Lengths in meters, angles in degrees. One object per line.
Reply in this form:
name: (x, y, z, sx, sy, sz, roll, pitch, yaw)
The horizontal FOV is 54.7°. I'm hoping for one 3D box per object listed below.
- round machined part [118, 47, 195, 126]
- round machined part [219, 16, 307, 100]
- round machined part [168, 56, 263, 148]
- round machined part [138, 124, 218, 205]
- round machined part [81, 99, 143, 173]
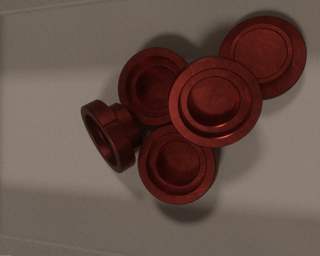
round machined part: (-0.001, -0.051, 0.401, 0.098, 0.042, 0.097, 0, 90, 19)
round machined part: (0.117, -0.082, 0.360, 0.098, 0.042, 0.097, 0, 90, 19)
round machined part: (0.058, -0.031, 0.343, 0.099, 0.042, 0.097, 0, 109, 2)
round machined part: (0.025, 0.044, 0.392, 0.098, 0.042, 0.097, 0, 90, 19)
round machined part: (-0.059, 0.006, 0.402, 0.042, 0.098, 0.098, -31, 78, -23)
